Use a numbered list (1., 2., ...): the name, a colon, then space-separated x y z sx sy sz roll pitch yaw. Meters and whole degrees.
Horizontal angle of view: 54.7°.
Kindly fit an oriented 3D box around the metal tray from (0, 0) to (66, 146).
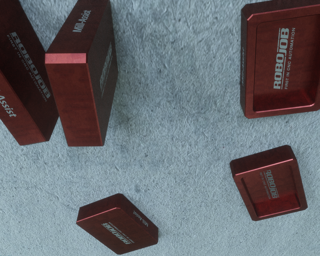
1. metal tray: -0.144 -0.057 0.313 0.030 0.090 0.129 -10 130 9

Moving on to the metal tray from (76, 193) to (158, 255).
1. metal tray: -0.072 0.175 0.552 0.090 0.030 0.130 -24 127 18

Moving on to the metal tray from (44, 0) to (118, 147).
1. metal tray: -0.065 -0.056 0.289 0.030 0.130 0.089 -1 130 0

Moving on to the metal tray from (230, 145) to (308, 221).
1. metal tray: 0.171 0.090 0.482 0.090 0.030 0.130 -19 128 15

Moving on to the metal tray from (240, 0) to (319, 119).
1. metal tray: 0.138 -0.073 0.342 0.090 0.030 0.129 -7 130 5
